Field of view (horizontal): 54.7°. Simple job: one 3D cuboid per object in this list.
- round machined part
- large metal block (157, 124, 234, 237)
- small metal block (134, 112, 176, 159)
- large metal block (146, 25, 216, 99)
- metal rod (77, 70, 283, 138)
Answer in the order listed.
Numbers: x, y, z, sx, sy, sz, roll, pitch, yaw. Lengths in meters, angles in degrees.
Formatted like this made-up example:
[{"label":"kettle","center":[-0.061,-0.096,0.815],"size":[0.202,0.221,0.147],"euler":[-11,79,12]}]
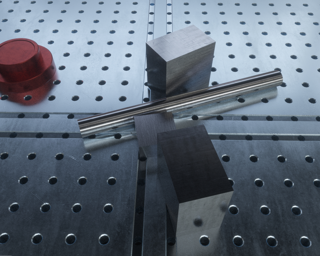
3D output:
[{"label":"round machined part","center":[-0.218,-0.103,0.482],"size":[0.099,0.042,0.098],"euler":[0,50,0]},{"label":"large metal block","center":[0.031,0.056,0.325],"size":[0.050,0.080,0.080],"euler":[-11,51,-9]},{"label":"small metal block","center":[-0.005,0.008,0.400],"size":[0.050,0.025,0.050],"euler":[-8,51,-7]},{"label":"large metal block","center":[0.028,-0.091,0.448],"size":[0.081,0.080,0.050],"euler":[-27,55,-21]},{"label":"metal rod","center":[0.037,-0.038,0.439],"size":[0.302,0.025,0.025],"euler":[-15,52,-13]}]
